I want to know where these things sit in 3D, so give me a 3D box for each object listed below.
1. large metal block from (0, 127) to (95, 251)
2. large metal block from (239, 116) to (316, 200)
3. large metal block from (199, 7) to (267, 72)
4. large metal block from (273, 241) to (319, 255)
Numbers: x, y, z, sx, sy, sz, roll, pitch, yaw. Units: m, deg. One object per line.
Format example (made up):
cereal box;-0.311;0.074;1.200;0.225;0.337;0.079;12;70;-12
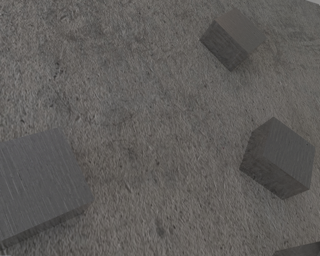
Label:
large metal block;-0.120;0.054;0.290;0.081;0.050;0.080;-19;72;-35
large metal block;0.173;0.044;0.454;0.080;0.050;0.080;35;51;-5
large metal block;0.132;-0.159;0.556;0.080;0.050;0.080;47;51;4
large metal block;0.173;0.183;0.350;0.050;0.080;0.080;-29;78;-37
